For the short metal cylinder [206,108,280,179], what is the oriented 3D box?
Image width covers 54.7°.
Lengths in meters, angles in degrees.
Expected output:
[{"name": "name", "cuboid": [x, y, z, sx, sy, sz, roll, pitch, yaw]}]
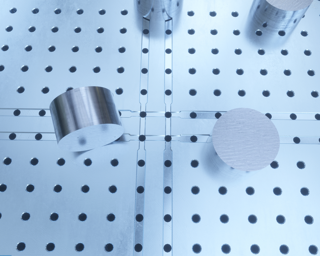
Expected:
[{"name": "short metal cylinder", "cuboid": [0.102, 0.021, 0.392, 0.081, 0.050, 0.080, 0, 70, 0]}]

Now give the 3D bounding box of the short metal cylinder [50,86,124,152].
[{"name": "short metal cylinder", "cuboid": [-0.090, -0.009, 0.385, 0.081, 0.080, 0.050, -17, 71, -6]}]

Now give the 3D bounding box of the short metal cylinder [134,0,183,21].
[{"name": "short metal cylinder", "cuboid": [-0.002, -0.214, 0.477, 0.081, 0.050, 0.080, 0, 70, 0]}]

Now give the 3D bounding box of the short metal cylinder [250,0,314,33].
[{"name": "short metal cylinder", "cuboid": [0.185, -0.193, 0.471, 0.081, 0.050, 0.080, 0, 70, 0]}]
